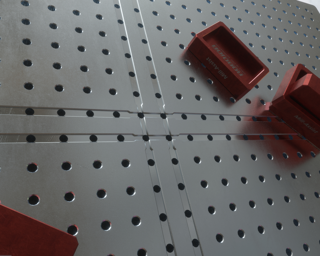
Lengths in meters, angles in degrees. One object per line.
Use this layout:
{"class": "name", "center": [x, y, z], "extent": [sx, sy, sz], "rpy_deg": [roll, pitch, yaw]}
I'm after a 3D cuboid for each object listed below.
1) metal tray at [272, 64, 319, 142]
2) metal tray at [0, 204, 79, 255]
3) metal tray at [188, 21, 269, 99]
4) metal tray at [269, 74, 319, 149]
{"class": "metal tray", "center": [0.266, -0.039, 0.536], "extent": [0.130, 0.030, 0.090], "rpy_deg": [37, 63, -5]}
{"class": "metal tray", "center": [-0.148, 0.112, 0.257], "extent": [0.131, 0.030, 0.090], "rpy_deg": [28, 52, -11]}
{"class": "metal tray", "center": [0.123, -0.122, 0.547], "extent": [0.130, 0.030, 0.091], "rpy_deg": [47, 51, 4]}
{"class": "metal tray", "center": [0.265, -0.023, 0.524], "extent": [0.130, 0.090, 0.030], "rpy_deg": [37, 59, -4]}
